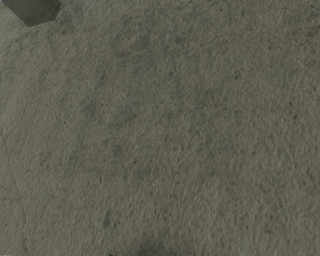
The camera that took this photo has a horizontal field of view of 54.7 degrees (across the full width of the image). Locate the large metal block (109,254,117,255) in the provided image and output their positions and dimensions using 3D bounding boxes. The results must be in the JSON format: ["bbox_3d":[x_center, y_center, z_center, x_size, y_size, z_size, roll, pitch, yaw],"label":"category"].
[{"bbox_3d":[-0.021,0.177,0.290,0.080,0.050,0.080,12,67,32],"label":"large metal block"}]

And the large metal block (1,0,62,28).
[{"bbox_3d":[-0.281,-0.277,0.683,0.080,0.080,0.050,-6,59,25],"label":"large metal block"}]
